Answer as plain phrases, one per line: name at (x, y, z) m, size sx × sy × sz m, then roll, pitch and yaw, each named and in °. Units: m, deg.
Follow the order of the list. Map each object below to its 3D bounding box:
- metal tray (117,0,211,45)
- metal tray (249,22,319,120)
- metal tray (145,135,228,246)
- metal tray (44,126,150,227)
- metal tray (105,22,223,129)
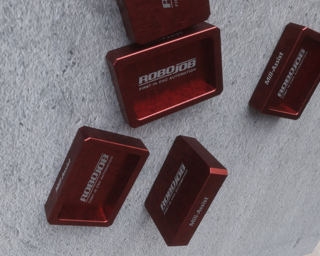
metal tray at (-0.003, -0.159, 0.303) m, size 0.091 × 0.030 × 0.129 m, roll -25°, pitch 128°, yaw -13°
metal tray at (0.199, -0.079, 0.462) m, size 0.091 × 0.030 × 0.129 m, roll 7°, pitch 115°, yaw -32°
metal tray at (0.031, 0.087, 0.435) m, size 0.030 × 0.090 × 0.129 m, roll 12°, pitch 112°, yaw -34°
metal tray at (-0.082, 0.067, 0.400) m, size 0.091 × 0.030 × 0.129 m, roll 16°, pitch 110°, yaw -35°
metal tray at (0.011, -0.064, 0.369) m, size 0.131 × 0.030 × 0.089 m, roll -22°, pitch 127°, yaw -15°
